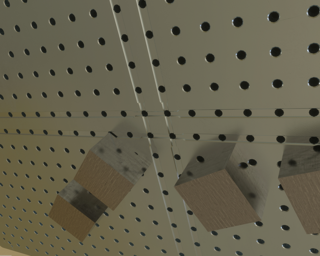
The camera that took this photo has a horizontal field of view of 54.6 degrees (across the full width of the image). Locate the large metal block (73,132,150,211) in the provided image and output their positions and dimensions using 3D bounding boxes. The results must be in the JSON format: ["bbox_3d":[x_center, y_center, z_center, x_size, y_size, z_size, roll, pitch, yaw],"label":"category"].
[{"bbox_3d":[-0.075,0.068,0.477,0.080,0.050,0.080,38,129,2],"label":"large metal block"}]

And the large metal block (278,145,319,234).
[{"bbox_3d":[0.187,0.064,0.336,0.080,0.050,0.080,-20,108,36],"label":"large metal block"}]

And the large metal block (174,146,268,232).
[{"bbox_3d":[0.080,0.081,0.403,0.080,0.050,0.080,-28,103,37],"label":"large metal block"}]

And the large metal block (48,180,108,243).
[{"bbox_3d":[-0.148,0.149,0.566,0.080,0.050,0.080,37,129,4],"label":"large metal block"}]
